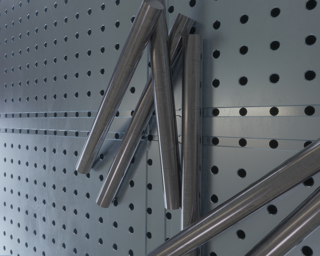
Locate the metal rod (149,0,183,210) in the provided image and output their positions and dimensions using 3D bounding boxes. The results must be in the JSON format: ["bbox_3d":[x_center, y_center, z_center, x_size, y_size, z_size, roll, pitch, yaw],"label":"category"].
[{"bbox_3d":[0.004,-0.048,0.381,0.025,0.025,0.298,-1,97,40],"label":"metal rod"}]

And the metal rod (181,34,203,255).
[{"bbox_3d":[0.039,0.039,0.378,0.025,0.025,0.298,1,91,40],"label":"metal rod"}]

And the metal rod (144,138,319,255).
[{"bbox_3d":[0.068,0.094,0.330,0.299,0.025,0.025,-42,64,24],"label":"metal rod"}]

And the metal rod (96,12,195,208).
[{"bbox_3d":[-0.028,-0.011,0.433,0.025,0.025,0.298,39,114,33],"label":"metal rod"}]

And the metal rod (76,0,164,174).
[{"bbox_3d":[-0.068,-0.034,0.427,0.025,0.025,0.298,53,133,26],"label":"metal rod"}]

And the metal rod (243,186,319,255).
[{"bbox_3d":[0.119,0.115,0.311,0.025,0.025,0.298,49,119,29],"label":"metal rod"}]
